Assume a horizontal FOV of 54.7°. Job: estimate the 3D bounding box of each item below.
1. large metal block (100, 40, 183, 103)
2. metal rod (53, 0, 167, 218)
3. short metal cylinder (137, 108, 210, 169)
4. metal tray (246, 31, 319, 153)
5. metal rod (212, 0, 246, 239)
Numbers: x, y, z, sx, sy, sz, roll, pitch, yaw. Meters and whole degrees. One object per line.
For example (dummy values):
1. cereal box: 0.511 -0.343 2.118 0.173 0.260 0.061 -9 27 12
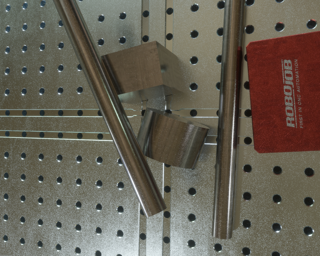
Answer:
1. large metal block: -0.024 -0.066 0.391 0.080 0.080 0.050 -11 87 19
2. metal rod: -0.065 -0.045 0.349 0.025 0.025 0.299 -27 82 18
3. short metal cylinder: 0.014 0.011 0.378 0.080 0.080 0.050 20 97 18
4. metal tray: 0.151 -0.038 0.357 0.090 0.030 0.129 -5 88 19
5. metal rod: 0.085 -0.015 0.382 0.025 0.025 0.298 3 91 19
